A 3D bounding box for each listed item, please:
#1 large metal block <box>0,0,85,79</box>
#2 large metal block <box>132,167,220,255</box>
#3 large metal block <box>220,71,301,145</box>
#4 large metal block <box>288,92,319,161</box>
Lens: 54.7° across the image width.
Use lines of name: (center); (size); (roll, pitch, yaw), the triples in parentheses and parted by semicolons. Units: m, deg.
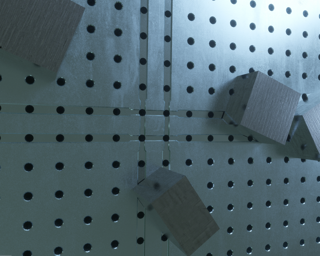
large metal block: (-0.140, -0.111, 0.348); (0.080, 0.050, 0.080); (23, 82, -19)
large metal block: (0.017, 0.101, 0.391); (0.050, 0.080, 0.080); (-36, 102, -17)
large metal block: (0.148, -0.027, 0.456); (0.080, 0.050, 0.080); (23, 82, -19)
large metal block: (0.251, -0.004, 0.494); (0.080, 0.050, 0.080); (-32, 101, -18)
